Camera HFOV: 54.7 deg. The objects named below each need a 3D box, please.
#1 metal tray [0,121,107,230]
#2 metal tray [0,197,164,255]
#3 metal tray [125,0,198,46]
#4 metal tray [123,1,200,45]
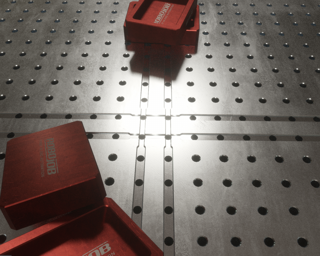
[{"bbox_3d":[-0.118,0.042,0.338,0.091,0.030,0.130,-17,31,-14],"label":"metal tray"},{"bbox_3d":[-0.073,0.120,0.267,0.131,0.030,0.090,-18,44,-43],"label":"metal tray"},{"bbox_3d":[0.006,-0.196,0.529,0.090,0.030,0.130,14,51,11],"label":"metal tray"},{"bbox_3d":[0.005,-0.193,0.566,0.131,0.030,0.090,3,50,2],"label":"metal tray"}]
